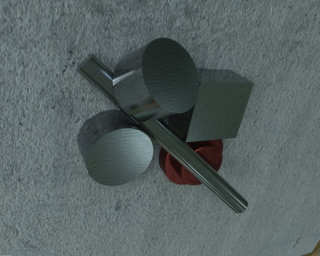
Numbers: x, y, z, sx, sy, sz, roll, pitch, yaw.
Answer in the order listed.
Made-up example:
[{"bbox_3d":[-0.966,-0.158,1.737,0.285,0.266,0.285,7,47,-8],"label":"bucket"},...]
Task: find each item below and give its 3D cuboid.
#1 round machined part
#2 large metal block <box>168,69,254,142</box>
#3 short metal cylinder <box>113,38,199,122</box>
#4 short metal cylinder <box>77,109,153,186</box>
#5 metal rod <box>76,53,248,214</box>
[{"bbox_3d":[0.051,0.045,0.452,0.099,0.042,0.097,-14,124,-21],"label":"round machined part"},{"bbox_3d":[0.064,-0.031,0.406,0.081,0.050,0.079,-3,120,-27],"label":"large metal block"},{"bbox_3d":[-0.003,-0.050,0.335,0.081,0.050,0.080,11,74,-40],"label":"short metal cylinder"},{"bbox_3d":[-0.055,0.023,0.378,0.081,0.050,0.079,-14,124,-21],"label":"short metal cylinder"},{"bbox_3d":[0.020,0.023,0.389,0.025,0.025,0.300,-45,116,3],"label":"metal rod"}]
